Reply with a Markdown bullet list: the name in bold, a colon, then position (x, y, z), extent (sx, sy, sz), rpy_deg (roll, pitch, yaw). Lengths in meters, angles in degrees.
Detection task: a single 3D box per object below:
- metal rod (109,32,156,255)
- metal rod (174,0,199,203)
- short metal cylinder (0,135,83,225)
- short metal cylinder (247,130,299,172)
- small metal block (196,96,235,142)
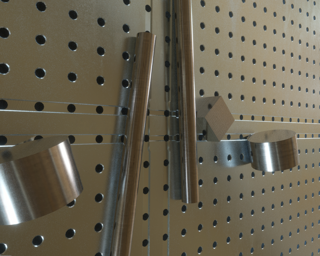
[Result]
- **metal rod**: position (-0.034, 0.031, 0.380), extent (0.025, 0.025, 0.298), rpy_deg (11, 83, -40)
- **metal rod**: position (0.038, -0.044, 0.440), extent (0.025, 0.025, 0.298), rpy_deg (-4, 93, -40)
- **short metal cylinder**: position (-0.115, 0.043, 0.277), extent (0.081, 0.080, 0.050), rpy_deg (-22, 104, -38)
- **short metal cylinder**: position (0.196, 0.037, 0.538), extent (0.081, 0.080, 0.050), rpy_deg (-20, 103, -38)
- **small metal block**: position (0.084, -0.014, 0.479), extent (0.050, 0.025, 0.050), rpy_deg (-50, 120, -28)
